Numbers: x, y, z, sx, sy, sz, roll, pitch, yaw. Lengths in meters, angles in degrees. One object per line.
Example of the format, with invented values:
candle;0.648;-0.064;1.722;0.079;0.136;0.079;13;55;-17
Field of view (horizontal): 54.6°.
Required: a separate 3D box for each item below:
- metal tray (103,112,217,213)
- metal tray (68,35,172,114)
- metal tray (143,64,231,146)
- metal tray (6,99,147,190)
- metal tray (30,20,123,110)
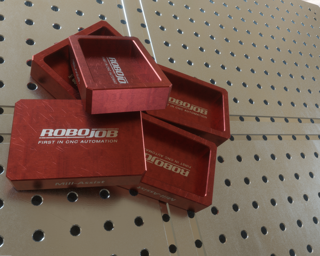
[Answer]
metal tray;0.004;0.040;0.381;0.131;0.030;0.090;23;54;-14
metal tray;-0.052;-0.068;0.363;0.091;0.030;0.130;-5;40;-22
metal tray;0.036;-0.032;0.441;0.131;0.030;0.090;17;56;-19
metal tray;-0.084;0.015;0.328;0.131;0.030;0.090;-1;62;-13
metal tray;-0.087;-0.081;0.406;0.090;0.030;0.131;42;51;2
